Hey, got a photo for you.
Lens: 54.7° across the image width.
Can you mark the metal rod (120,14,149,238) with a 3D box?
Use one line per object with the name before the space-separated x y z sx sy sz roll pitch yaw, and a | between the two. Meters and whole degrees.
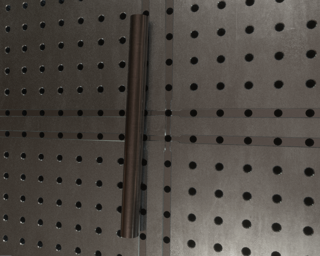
metal rod | -0.035 -0.002 0.423 0.025 0.025 0.298 3 91 19
